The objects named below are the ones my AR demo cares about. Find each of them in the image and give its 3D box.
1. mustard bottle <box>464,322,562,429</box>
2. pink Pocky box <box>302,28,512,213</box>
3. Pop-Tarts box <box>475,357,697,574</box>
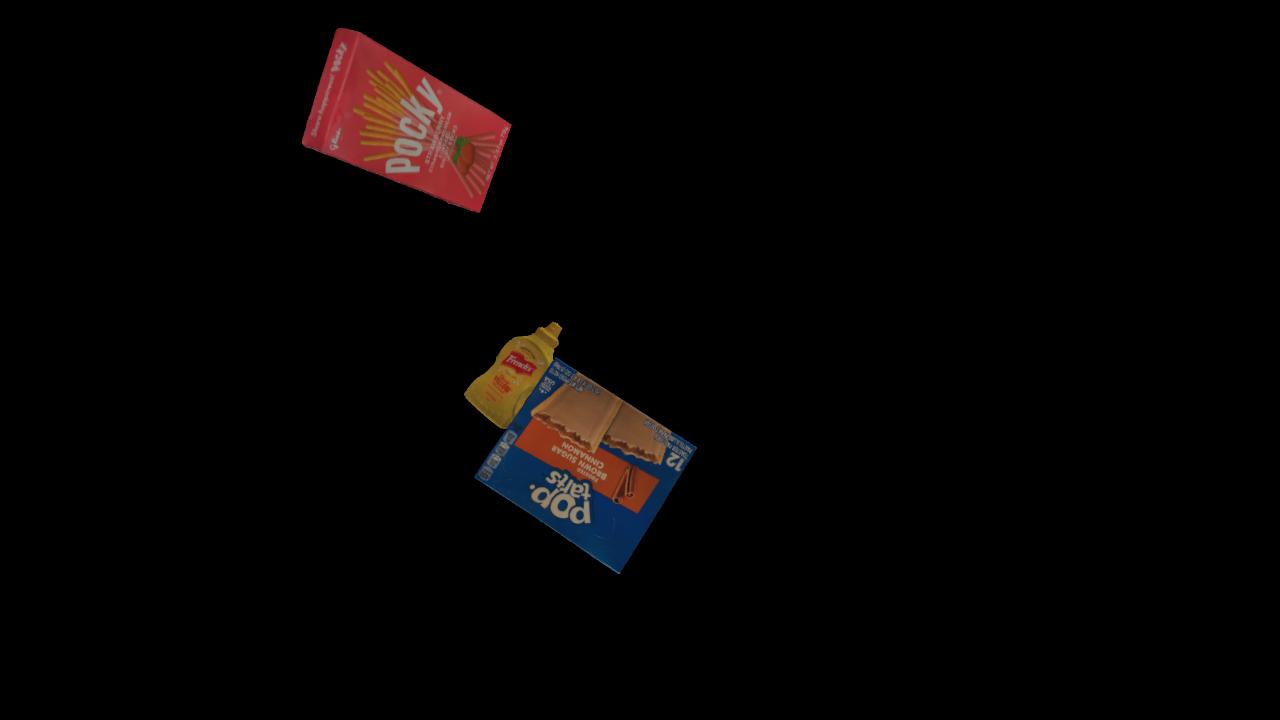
[{"bbox_3d":[-0.189,0.013,0.980,0.092,0.184,0.054,39,-3,17],"label":"mustard bottle"},{"bbox_3d":[-0.172,-0.176,0.477,0.029,0.084,0.155,26,8,28],"label":"pink Pocky box"},{"bbox_3d":[-0.052,0.103,0.621,0.167,0.141,0.083,33,-9,4],"label":"Pop-Tarts box"}]
